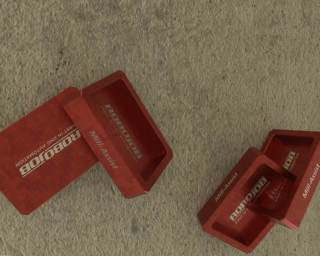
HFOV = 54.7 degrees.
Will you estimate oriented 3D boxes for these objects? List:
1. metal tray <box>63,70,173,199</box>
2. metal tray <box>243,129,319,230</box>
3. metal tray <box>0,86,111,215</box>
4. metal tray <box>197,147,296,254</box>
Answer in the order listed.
[{"bbox_3d":[-0.042,0.005,0.363,0.130,0.030,0.090,59,32,-11],"label":"metal tray"},{"bbox_3d":[0.172,0.065,0.433,0.030,0.090,0.130,36,76,-24],"label":"metal tray"},{"bbox_3d":[-0.128,0.024,0.359,0.131,0.030,0.090,-38,102,-16],"label":"metal tray"},{"bbox_3d":[0.125,0.102,0.429,0.090,0.030,0.130,32,100,-18],"label":"metal tray"}]
